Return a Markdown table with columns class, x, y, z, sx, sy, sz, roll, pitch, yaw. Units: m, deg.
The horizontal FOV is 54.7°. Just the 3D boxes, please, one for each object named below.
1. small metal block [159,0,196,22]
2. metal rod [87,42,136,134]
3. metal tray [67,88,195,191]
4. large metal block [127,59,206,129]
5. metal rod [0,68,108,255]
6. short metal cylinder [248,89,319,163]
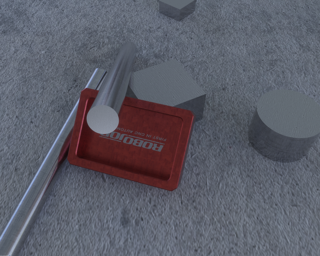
| class | x | y | z | sx | sy | sz | roll | pitch | yaw |
| --- | --- | --- | --- | --- | --- | --- | --- | --- | --- |
| small metal block | 0.034 | -0.238 | 0.604 | 0.050 | 0.025 | 0.050 | 33 | 57 | 24 |
| metal rod | -0.048 | -0.069 | 0.379 | 0.025 | 0.025 | 0.300 | -1 | 25 | -1 |
| metal tray | -0.033 | 0.011 | 0.355 | 0.131 | 0.030 | 0.089 | 13 | 94 | 10 |
| large metal block | 0.004 | -0.040 | 0.421 | 0.081 | 0.050 | 0.080 | -22 | 54 | -18 |
| metal rod | -0.123 | 0.031 | 0.375 | 0.025 | 0.025 | 0.300 | 10 | 51 | 8 |
| short metal cylinder | 0.157 | -0.003 | 0.392 | 0.081 | 0.050 | 0.080 | 0 | 50 | 0 |
